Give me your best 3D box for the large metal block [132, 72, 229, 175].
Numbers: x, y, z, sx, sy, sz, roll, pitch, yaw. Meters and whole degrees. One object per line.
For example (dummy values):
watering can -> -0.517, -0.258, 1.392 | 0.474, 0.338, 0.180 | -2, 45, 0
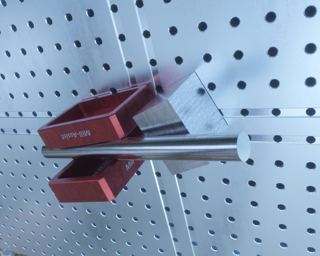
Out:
large metal block -> 0.027, -0.006, 0.355 | 0.050, 0.080, 0.080 | -25, 105, 36

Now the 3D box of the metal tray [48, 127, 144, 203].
metal tray -> -0.068, 0.042, 0.403 | 0.090, 0.131, 0.030 | -10, 114, 32

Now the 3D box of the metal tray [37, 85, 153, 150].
metal tray -> -0.081, -0.014, 0.401 | 0.130, 0.090, 0.030 | -9, 115, 31

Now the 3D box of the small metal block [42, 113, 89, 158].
small metal block -> -0.143, 0.011, 0.475 | 0.025, 0.050, 0.050 | -8, 114, 31

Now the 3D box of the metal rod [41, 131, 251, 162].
metal rod -> -0.045, 0.024, 0.351 | 0.300, 0.025, 0.025 | -4, 117, 40
